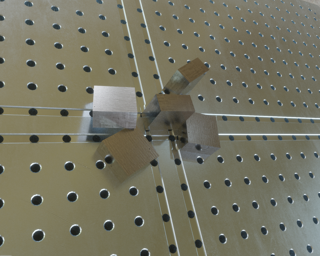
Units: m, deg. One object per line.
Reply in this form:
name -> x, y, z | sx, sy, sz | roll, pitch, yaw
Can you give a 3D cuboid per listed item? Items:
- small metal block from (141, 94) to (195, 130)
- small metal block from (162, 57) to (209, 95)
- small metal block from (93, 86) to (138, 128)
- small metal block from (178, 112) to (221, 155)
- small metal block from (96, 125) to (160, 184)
small metal block -> 0.010, -0.020, 0.409 | 0.050, 0.050, 0.025 | -1, 63, -29
small metal block -> 0.037, -0.070, 0.455 | 0.025, 0.050, 0.050 | 49, 51, 6
small metal block -> -0.055, -0.026, 0.377 | 0.050, 0.025, 0.050 | 1, 42, -11
small metal block -> 0.053, 0.007, 0.432 | 0.050, 0.025, 0.050 | 11, 57, -23
small metal block -> -0.038, 0.030, 0.369 | 0.050, 0.025, 0.050 | -31, 79, -38
